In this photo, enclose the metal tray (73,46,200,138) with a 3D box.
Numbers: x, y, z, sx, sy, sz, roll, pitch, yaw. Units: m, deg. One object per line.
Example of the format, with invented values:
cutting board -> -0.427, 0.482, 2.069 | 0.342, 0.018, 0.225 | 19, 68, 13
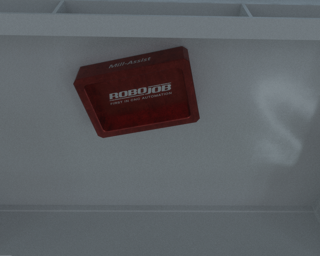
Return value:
metal tray -> -0.024, -0.039, 0.371 | 0.131, 0.030, 0.090 | -10, 130, 7
